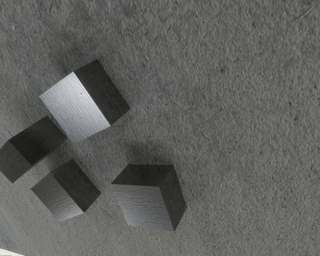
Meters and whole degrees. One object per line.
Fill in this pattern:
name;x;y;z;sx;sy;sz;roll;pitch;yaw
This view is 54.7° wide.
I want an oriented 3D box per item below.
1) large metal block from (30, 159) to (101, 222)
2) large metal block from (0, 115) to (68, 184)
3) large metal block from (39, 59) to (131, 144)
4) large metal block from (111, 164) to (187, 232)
large metal block;-0.166;0.112;0.548;0.080;0.050;0.080;-28;103;37
large metal block;-0.212;0.035;0.505;0.080;0.080;0.050;-34;99;38
large metal block;-0.102;-0.035;0.423;0.080;0.050;0.080;-23;106;36
large metal block;-0.015;0.102;0.461;0.080;0.050;0.080;-3;117;29
